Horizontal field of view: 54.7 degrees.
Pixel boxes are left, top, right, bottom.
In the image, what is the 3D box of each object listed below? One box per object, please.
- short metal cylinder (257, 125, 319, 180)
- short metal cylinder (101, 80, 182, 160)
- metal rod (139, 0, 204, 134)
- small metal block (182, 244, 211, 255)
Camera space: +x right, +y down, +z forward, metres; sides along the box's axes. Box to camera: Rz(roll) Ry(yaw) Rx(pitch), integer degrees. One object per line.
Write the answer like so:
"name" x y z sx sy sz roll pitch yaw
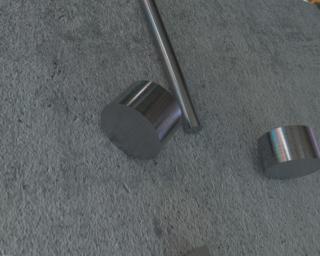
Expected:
"short metal cylinder" 0.188 0.037 0.450 0.081 0.080 0.050 10 57 -23
"short metal cylinder" -0.021 -0.009 0.364 0.080 0.080 0.050 41 51 -1
"metal rod" 0.007 -0.129 0.487 0.025 0.025 0.299 -4 64 -30
"small metal block" 0.036 0.160 0.327 0.050 0.025 0.050 -16 70 -35
